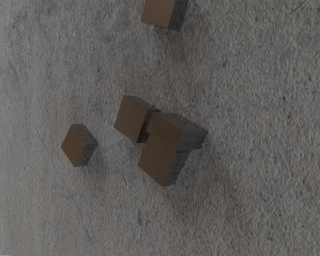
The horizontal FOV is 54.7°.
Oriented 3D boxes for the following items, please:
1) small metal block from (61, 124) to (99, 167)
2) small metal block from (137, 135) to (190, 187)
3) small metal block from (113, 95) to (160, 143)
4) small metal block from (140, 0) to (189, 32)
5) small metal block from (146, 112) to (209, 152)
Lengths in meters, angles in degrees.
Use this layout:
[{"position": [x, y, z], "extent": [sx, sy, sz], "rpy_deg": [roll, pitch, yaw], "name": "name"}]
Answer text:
[{"position": [-0.135, 0.029, 0.516], "extent": [0.050, 0.025, 0.050], "rpy_deg": [46, 117, 30], "name": "small metal block"}, {"position": [0.004, 0.040, 0.402], "extent": [0.050, 0.025, 0.050], "rpy_deg": [35, 112, 34], "name": "small metal block"}, {"position": [-0.033, -0.013, 0.432], "extent": [0.050, 0.025, 0.050], "rpy_deg": [32, 110, 35], "name": "small metal block"}, {"position": [0.007, -0.156, 0.400], "extent": [0.050, 0.025, 0.050], "rpy_deg": [26, 106, 37], "name": "small metal block"}, {"position": [0.021, 0.004, 0.371], "extent": [0.050, 0.050, 0.025], "rpy_deg": [33, 111, 35], "name": "small metal block"}]
